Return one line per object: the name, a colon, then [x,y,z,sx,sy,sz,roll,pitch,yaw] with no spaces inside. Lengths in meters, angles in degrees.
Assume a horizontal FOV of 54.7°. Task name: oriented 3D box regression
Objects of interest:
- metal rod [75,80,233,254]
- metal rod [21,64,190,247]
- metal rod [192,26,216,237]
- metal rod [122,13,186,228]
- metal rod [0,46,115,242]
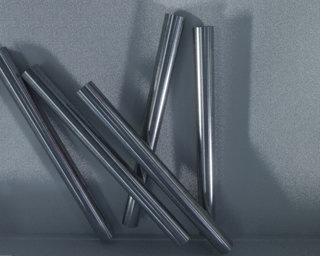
metal rod: [0.002,0.062,0.406,0.025,0.025,0.300,-37,107,12]
metal rod: [-0.065,0.042,0.405,0.025,0.025,0.300,-39,99,13]
metal rod: [0.062,0.019,0.419,0.025,0.025,0.298,-4,110,1]
metal rod: [-0.013,0.005,0.412,0.025,0.025,0.298,11,110,-5]
metal rod: [-0.139,0.035,0.422,0.025,0.025,0.299,-22,109,7]
